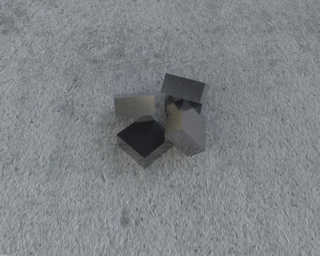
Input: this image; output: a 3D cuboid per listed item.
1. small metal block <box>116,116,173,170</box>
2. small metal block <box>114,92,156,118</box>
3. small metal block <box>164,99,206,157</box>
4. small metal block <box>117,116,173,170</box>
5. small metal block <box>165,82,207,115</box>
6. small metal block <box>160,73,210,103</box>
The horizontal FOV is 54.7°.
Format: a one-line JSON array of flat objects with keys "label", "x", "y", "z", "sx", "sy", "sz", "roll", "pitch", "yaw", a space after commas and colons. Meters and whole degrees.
[{"label": "small metal block", "x": -0.018, "y": 0.016, "z": 0.391, "sx": 0.050, "sy": 0.025, "sz": 0.050, "roll": 37, "pitch": 59, "yaw": 27}, {"label": "small metal block", "x": -0.034, "y": -0.032, "z": 0.415, "sx": 0.050, "sy": 0.025, "sz": 0.050, "roll": -6, "pitch": 13, "yaw": -6}, {"label": "small metal block", "x": 0.032, "y": 0.000, "z": 0.386, "sx": 0.025, "sy": 0.050, "sz": 0.050, "roll": -24, "pitch": 41, "yaw": 31}, {"label": "small metal block", "x": -0.018, "y": 0.016, "z": 0.391, "sx": 0.050, "sy": 0.025, "sz": 0.050, "roll": 38, "pitch": 59, "yaw": 27}, {"label": "small metal block", "x": 0.037, "y": -0.044, "z": 0.442, "sx": 0.050, "sy": 0.025, "sz": 0.050, "roll": 11, "pitch": 51, "yaw": 8}, {"label": "small metal block", "x": 0.034, "y": -0.050, "z": 0.397, "sx": 0.050, "sy": 0.025, "sz": 0.050, "roll": 17, "pitch": 9, "yaw": 13}]
